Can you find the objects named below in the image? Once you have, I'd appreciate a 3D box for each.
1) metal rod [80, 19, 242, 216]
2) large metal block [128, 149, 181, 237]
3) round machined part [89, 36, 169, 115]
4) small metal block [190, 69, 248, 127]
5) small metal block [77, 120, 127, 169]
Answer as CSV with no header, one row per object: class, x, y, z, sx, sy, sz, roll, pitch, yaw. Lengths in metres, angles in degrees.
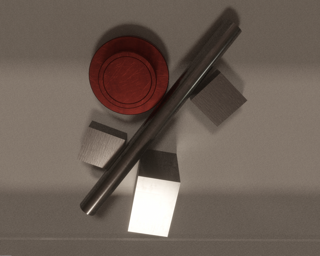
metal rod,-0.005,-0.007,0.392,0.025,0.025,0.299,36,100,-13
large metal block,-0.008,0.083,0.412,0.050,0.080,0.079,10,110,-4
round machined part,-0.038,-0.062,0.379,0.099,0.042,0.097,0,110,-1
small metal block,0.074,-0.039,0.398,0.050,0.025,0.050,43,104,-15
small metal block,-0.078,0.024,0.419,0.050,0.025,0.050,21,109,-8
